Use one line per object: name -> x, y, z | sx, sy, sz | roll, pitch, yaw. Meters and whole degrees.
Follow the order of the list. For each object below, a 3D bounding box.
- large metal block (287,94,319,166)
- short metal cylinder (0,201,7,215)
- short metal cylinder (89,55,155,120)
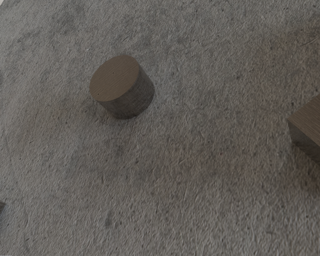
large metal block -> 0.182, 0.003, 0.290 | 0.080, 0.050, 0.080 | -38, 51, 2
short metal cylinder -> -0.270, 0.116, 0.439 | 0.080, 0.080, 0.050 | 8, 66, 32
short metal cylinder -> -0.055, -0.059, 0.453 | 0.080, 0.050, 0.080 | -13, 56, 21
